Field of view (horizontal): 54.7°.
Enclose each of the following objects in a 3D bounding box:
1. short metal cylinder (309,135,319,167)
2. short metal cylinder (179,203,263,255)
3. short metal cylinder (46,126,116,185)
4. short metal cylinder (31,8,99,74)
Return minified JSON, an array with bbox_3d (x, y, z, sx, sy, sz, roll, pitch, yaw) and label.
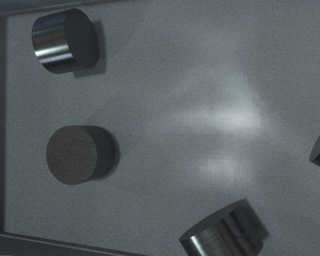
[{"bbox_3d":[0.196,0.012,0.312,0.050,0.080,0.080,30,100,17],"label":"short metal cylinder"},{"bbox_3d":[0.069,0.130,0.357,0.080,0.080,0.050,-35,79,16],"label":"short metal cylinder"},{"bbox_3d":[-0.110,0.036,0.436,0.080,0.050,0.080,0,90,20],"label":"short metal cylinder"},{"bbox_3d":[-0.127,-0.118,0.426,0.050,0.080,0.080,-6,88,20],"label":"short metal cylinder"}]
